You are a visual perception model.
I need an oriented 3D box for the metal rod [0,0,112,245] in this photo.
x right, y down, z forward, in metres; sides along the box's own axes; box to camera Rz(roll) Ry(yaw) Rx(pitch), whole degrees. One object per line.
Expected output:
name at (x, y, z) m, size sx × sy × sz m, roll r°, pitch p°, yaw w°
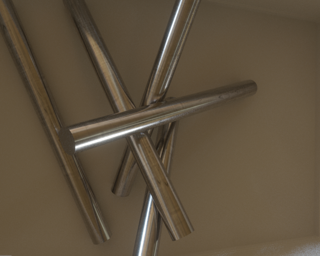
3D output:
metal rod at (-0.124, -0.001, 0.364) m, size 0.025 × 0.025 × 0.299 m, roll -24°, pitch 98°, yaw -18°

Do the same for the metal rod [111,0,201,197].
metal rod at (-0.001, -0.052, 0.347) m, size 0.025 × 0.025 × 0.298 m, roll 14°, pitch 110°, yaw -20°

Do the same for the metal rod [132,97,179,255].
metal rod at (-0.007, 0.088, 0.335) m, size 0.025 × 0.025 × 0.300 m, roll 24°, pitch 54°, yaw -18°

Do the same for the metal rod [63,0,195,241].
metal rod at (-0.041, -0.024, 0.342) m, size 0.025 × 0.025 × 0.299 m, roll -22°, pitch 77°, yaw -19°

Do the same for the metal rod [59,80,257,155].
metal rod at (0.028, -0.025, 0.359) m, size 0.302 × 0.025 × 0.025 m, roll -19°, pitch 97°, yaw -43°
